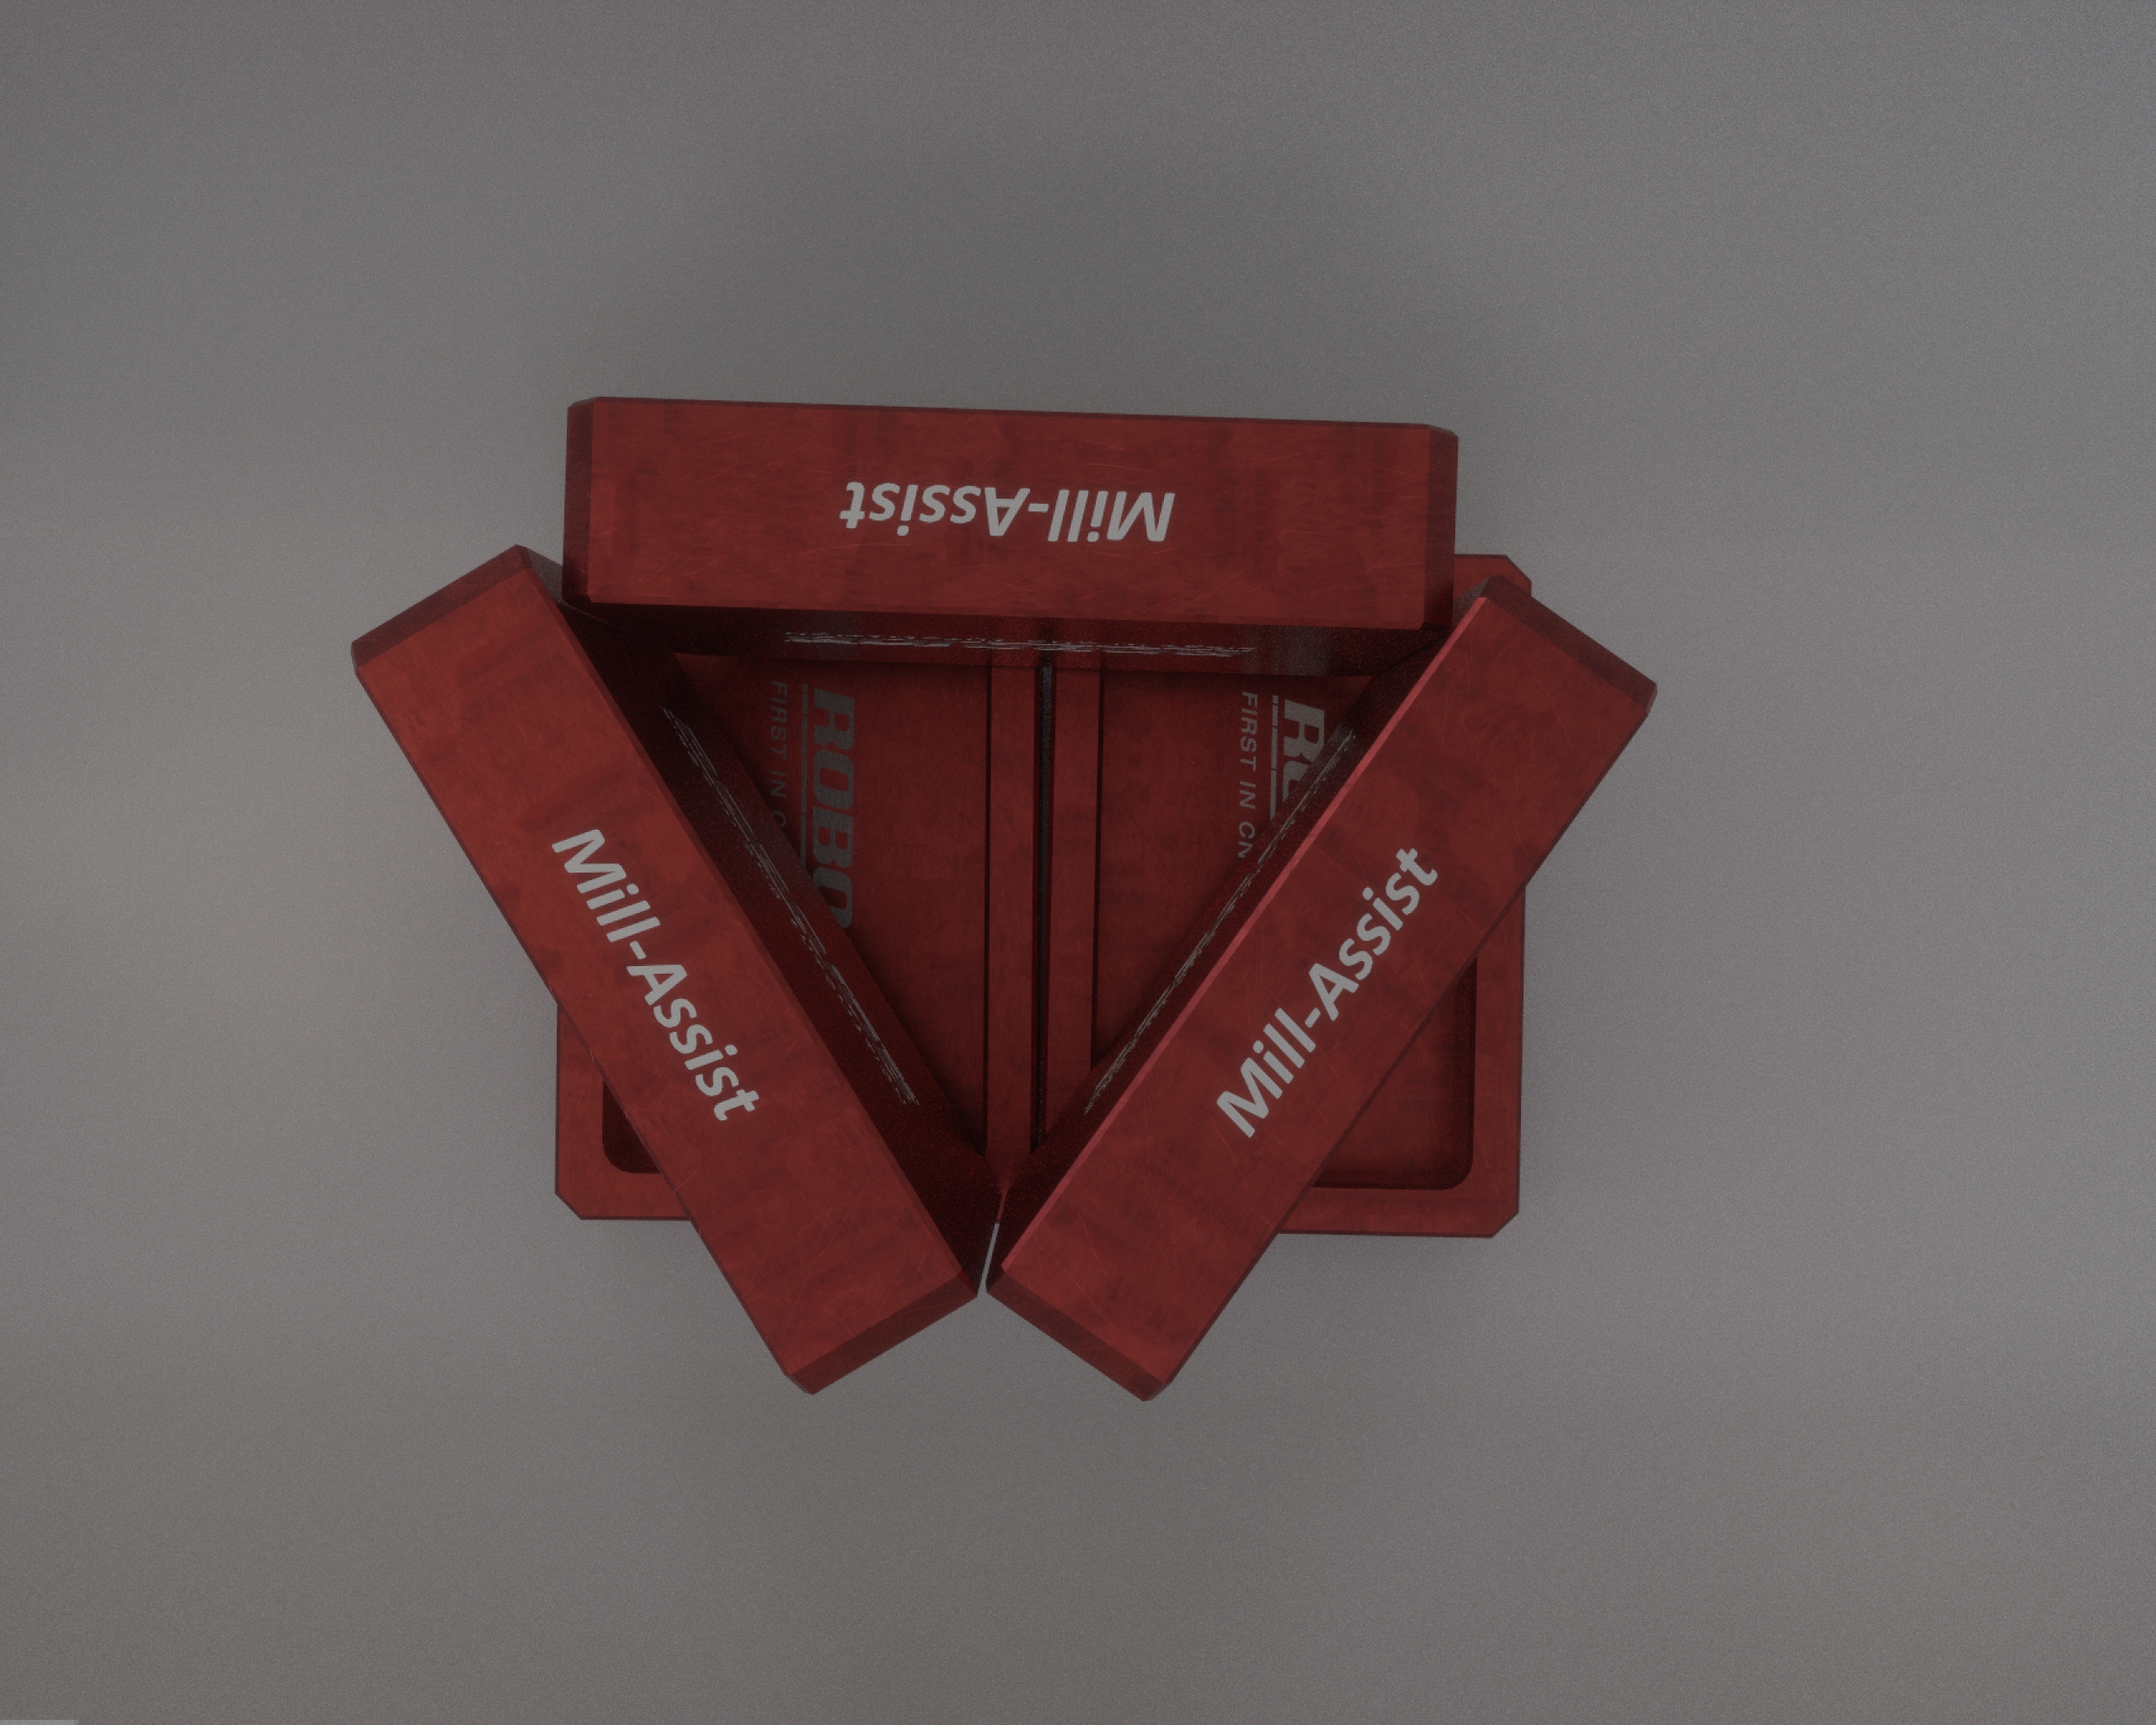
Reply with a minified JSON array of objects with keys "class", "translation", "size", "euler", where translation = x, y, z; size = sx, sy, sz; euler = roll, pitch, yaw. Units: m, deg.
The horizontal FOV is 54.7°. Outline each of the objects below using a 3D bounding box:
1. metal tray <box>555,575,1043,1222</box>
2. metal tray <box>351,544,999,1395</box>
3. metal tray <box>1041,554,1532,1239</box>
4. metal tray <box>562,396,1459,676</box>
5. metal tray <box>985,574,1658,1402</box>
[{"class":"metal tray","translation":[-0.053,0.003,0.408],"size":[0.091,0.030,0.129],"euler":[0,89,0]},{"class":"metal tray","translation":[-0.060,0.015,0.346],"size":[0.030,0.090,0.130],"euler":[-31,90,1]},{"class":"metal tray","translation":[0.039,0.005,0.408],"size":[0.091,0.030,0.129],"euler":[1,89,0]},{"class":"metal tray","translation":[-0.010,-0.051,0.346],"size":[0.131,0.090,0.030],"euler":[2,91,0]},{"class":"metal tray","translation":[0.036,0.018,0.346],"size":[0.030,0.090,0.130],"euler":[35,90,0]}]
